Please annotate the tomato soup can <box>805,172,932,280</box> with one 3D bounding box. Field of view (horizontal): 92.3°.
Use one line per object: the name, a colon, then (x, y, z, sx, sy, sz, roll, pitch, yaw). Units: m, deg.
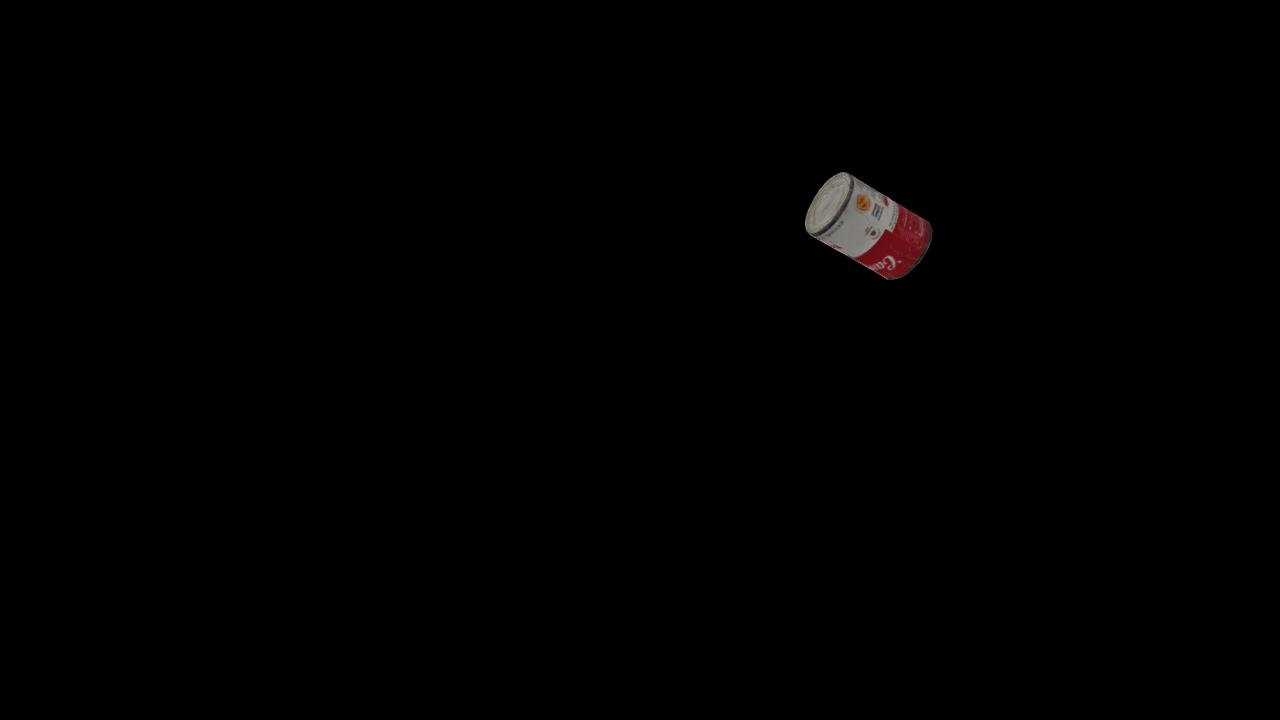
tomato soup can: (0.221, -0.130, 0.600, 0.101, 0.068, 0.068, 25, -7, -16)
